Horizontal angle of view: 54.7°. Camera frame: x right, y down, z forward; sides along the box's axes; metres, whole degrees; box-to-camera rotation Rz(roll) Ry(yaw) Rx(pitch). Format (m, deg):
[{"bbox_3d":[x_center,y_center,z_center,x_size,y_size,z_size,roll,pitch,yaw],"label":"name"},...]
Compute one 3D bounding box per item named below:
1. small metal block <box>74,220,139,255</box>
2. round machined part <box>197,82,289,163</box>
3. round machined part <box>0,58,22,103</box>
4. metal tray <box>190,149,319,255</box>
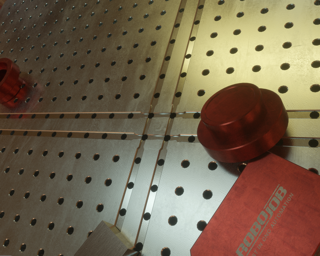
[{"bbox_3d":[-0.061,0.143,0.353,0.050,0.025,0.050,33,80,38],"label":"small metal block"},{"bbox_3d":[0.084,-0.013,0.340,0.098,0.042,0.098,-26,31,17],"label":"round machined part"},{"bbox_3d":[-0.318,-0.089,0.620,0.098,0.042,0.098,-13,56,21],"label":"round machined part"},{"bbox_3d":[0.102,0.094,0.294,0.090,0.030,0.130,29,77,37],"label":"metal tray"}]
